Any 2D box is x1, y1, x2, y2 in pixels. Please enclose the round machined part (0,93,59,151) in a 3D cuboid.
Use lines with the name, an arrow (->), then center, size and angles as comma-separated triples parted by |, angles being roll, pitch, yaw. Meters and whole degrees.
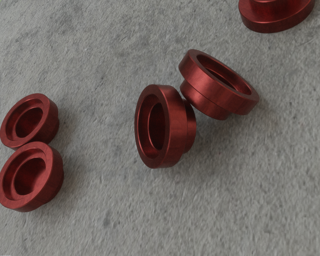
round machined part -> -0.204, -0.004, 0.500 | 0.098, 0.042, 0.098 | -13, 56, 20

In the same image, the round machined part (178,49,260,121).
round machined part -> 0.063, -0.046, 0.360 | 0.042, 0.099, 0.098 | -55, 46, 27

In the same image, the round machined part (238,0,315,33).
round machined part -> 0.156, -0.181, 0.422 | 0.098, 0.042, 0.098 | -13, 56, 20

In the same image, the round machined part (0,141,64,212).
round machined part -> -0.177, 0.071, 0.440 | 0.098, 0.042, 0.098 | -13, 56, 20

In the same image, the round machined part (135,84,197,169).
round machined part -> 0.008, -0.002, 0.367 | 0.098, 0.042, 0.097 | 3, 93, 63
